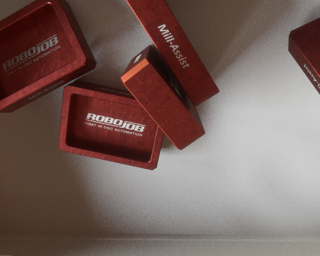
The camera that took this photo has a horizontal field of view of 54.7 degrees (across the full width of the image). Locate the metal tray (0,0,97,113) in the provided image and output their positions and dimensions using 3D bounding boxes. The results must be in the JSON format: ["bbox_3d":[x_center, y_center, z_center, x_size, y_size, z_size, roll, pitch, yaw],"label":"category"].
[{"bbox_3d":[-0.152,-0.084,0.360,0.130,0.030,0.090,-26,88,9],"label":"metal tray"}]

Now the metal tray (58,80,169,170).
[{"bbox_3d":[-0.059,-0.003,0.400,0.131,0.030,0.089,12,110,0],"label":"metal tray"}]

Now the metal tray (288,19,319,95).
[{"bbox_3d":[0.213,-0.071,0.338,0.090,0.130,0.030,-24,150,8],"label":"metal tray"}]

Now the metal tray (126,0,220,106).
[{"bbox_3d":[0.014,-0.094,0.341,0.030,0.090,0.130,-32,107,11],"label":"metal tray"}]

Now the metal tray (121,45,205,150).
[{"bbox_3d":[0.004,-0.040,0.340,0.030,0.130,0.090,-36,106,12],"label":"metal tray"}]
